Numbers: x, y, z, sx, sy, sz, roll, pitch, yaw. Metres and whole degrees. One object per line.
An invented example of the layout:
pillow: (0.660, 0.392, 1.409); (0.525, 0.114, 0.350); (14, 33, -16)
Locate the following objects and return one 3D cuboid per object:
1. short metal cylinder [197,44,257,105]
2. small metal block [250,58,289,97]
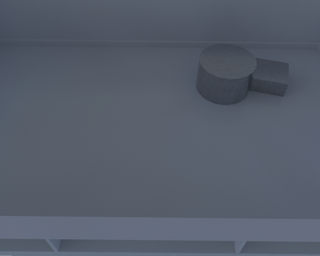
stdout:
short metal cylinder: (0.096, -0.080, 0.457); (0.081, 0.050, 0.080); (0, 50, 0)
small metal block: (0.167, -0.078, 0.473); (0.050, 0.025, 0.050); (12, 51, 9)
